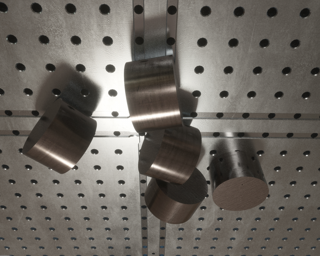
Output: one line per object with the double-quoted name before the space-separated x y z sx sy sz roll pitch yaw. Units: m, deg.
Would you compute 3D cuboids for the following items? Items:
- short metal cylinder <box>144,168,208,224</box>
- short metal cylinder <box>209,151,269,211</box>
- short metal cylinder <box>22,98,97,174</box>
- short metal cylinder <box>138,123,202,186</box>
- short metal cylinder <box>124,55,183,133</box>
"short metal cylinder" 0.023 0.092 0.455 0.081 0.080 0.050 14 129 -13
"short metal cylinder" 0.116 0.080 0.466 0.081 0.050 0.079 0 130 0
"short metal cylinder" -0.123 0.010 0.382 0.050 0.080 0.080 37 121 -27
"short metal cylinder" 0.011 0.029 0.400 0.050 0.080 0.079 21 127 -17
"short metal cylinder" -0.005 -0.037 0.344 0.050 0.080 0.080 -8 130 6
